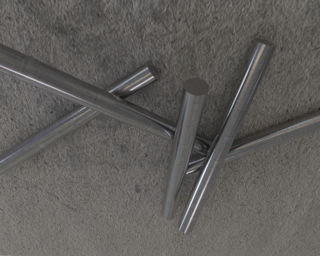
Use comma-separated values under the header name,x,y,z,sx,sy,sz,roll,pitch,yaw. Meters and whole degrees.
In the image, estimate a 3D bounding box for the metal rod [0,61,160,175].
name,x,y,z,sx,sy,sz,roll,pitch,yaw
metal rod,-0.131,0.000,0.405,0.300,0.025,0.025,-28,125,21

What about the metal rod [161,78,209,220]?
name,x,y,z,sx,sy,sz,roll,pitch,yaw
metal rod,0.025,0.053,0.417,0.025,0.025,0.298,3,141,-3

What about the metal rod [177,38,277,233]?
name,x,y,z,sx,sy,sz,roll,pitch,yaw
metal rod,0.076,0.031,0.406,0.025,0.025,0.298,11,121,-10

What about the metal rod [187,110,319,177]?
name,x,y,z,sx,sy,sz,roll,pitch,yaw
metal rod,0.165,0.006,0.413,0.300,0.025,0.025,-22,127,18

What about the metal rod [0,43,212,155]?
name,x,y,z,sx,sy,sz,roll,pitch,yaw
metal rod,-0.053,-0.025,0.350,0.302,0.025,0.025,23,127,-32
